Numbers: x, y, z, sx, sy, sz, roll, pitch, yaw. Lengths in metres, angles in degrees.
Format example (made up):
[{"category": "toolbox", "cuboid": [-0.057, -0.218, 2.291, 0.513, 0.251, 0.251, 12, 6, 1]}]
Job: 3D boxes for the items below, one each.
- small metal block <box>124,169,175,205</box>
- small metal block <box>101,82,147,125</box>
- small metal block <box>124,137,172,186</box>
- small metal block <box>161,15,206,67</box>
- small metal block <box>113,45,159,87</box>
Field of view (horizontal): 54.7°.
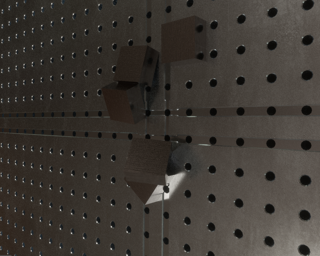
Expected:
[{"category": "small metal block", "cuboid": [-0.016, 0.066, 0.420, 0.050, 0.025, 0.050, 44, 116, 30]}, {"category": "small metal block", "cuboid": [-0.050, -0.036, 0.436, 0.050, 0.025, 0.050, 11, 124, 39]}, {"category": "small metal block", "cuboid": [-0.014, 0.042, 0.389, 0.050, 0.025, 0.050, 6, 53, 8]}, {"category": "small metal block", "cuboid": [0.029, -0.106, 0.384, 0.050, 0.025, 0.050, 0, 90, 39]}, {"category": "small metal block", "cuboid": [-0.033, -0.086, 0.430, 0.050, 0.025, 0.050, 10, 87, 39]}]
